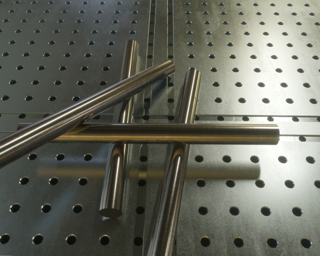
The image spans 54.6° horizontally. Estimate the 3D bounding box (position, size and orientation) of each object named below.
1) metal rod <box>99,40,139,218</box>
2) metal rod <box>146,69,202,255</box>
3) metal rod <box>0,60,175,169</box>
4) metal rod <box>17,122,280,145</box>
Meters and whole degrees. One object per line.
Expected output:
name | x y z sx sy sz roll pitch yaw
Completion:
metal rod | -0.050 -0.024 0.427 0.025 0.025 0.300 1 50 1
metal rod | 0.023 0.033 0.380 0.025 0.025 0.300 8 50 7
metal rod | -0.072 -0.033 0.383 0.025 0.025 0.302 29 40 22
metal rod | -0.014 0.007 0.368 0.302 0.025 0.025 0 50 0
